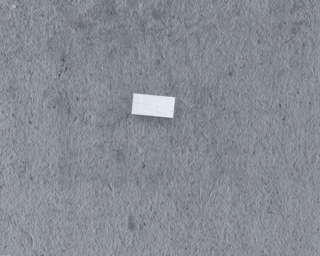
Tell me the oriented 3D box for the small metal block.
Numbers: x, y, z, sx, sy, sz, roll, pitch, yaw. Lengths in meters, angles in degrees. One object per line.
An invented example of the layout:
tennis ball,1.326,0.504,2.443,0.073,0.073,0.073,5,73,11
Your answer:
small metal block,-0.008,-0.027,0.398,0.050,0.050,0.025,5,90,-1
